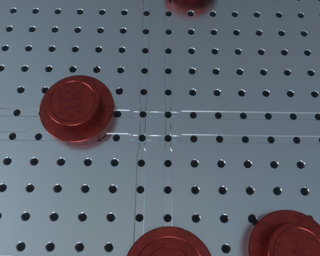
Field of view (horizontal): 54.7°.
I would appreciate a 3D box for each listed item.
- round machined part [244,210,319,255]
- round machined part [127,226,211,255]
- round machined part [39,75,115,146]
[{"bbox_3d":[0.150,0.143,0.352,0.099,0.042,0.098,0,70,0],"label":"round machined part"},{"bbox_3d":[0.010,0.161,0.344,0.099,0.042,0.098,0,70,-1],"label":"round machined part"},{"bbox_3d":[-0.111,-0.028,0.412,0.099,0.042,0.098,0,70,-1],"label":"round machined part"}]
